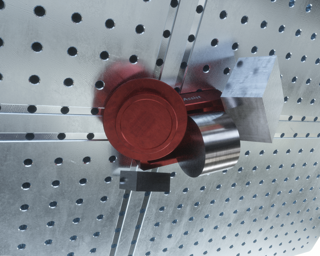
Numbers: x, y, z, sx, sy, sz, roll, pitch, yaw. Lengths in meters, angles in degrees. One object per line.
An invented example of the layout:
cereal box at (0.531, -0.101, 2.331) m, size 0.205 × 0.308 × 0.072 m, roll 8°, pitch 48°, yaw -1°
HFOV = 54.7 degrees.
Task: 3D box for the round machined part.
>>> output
round machined part at (-0.016, -0.008, 0.357) m, size 0.099 × 0.042 × 0.097 m, roll -1°, pitch 103°, yaw -5°

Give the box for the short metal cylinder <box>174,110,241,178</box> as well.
short metal cylinder at (0.057, 0.019, 0.398) m, size 0.050 × 0.080 × 0.079 m, roll -9°, pitch 123°, yaw -25°

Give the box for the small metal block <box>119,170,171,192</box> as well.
small metal block at (-0.021, 0.072, 0.421) m, size 0.050 × 0.050 × 0.025 m, roll 8°, pitch 80°, yaw -31°

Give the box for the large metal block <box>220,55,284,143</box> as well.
large metal block at (0.126, -0.038, 0.410) m, size 0.080 × 0.050 × 0.080 m, roll -60°, pitch 139°, yaw -33°

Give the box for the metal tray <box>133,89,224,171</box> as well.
metal tray at (0.030, 0.001, 0.422) m, size 0.131 × 0.030 × 0.089 m, roll -11°, pitch 123°, yaw -23°
